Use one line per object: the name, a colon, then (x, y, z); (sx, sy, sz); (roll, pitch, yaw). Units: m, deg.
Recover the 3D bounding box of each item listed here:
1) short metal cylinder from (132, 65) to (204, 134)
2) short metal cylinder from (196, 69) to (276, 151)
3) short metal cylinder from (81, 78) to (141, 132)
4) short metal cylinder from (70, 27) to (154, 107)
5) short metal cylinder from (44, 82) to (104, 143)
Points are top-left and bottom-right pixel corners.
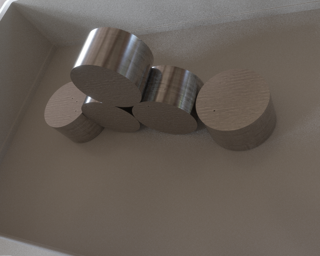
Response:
short metal cylinder: (0.012, -0.032, 0.382); (0.080, 0.080, 0.050); (2, 63, 29)
short metal cylinder: (0.087, -0.021, 0.354); (0.080, 0.050, 0.080); (-13, 56, 21)
short metal cylinder: (-0.059, -0.035, 0.420); (0.080, 0.080, 0.050); (2, 63, 29)
short metal cylinder: (-0.052, -0.066, 0.348); (0.080, 0.080, 0.050); (2, 63, 29)
short metal cylinder: (-0.125, -0.024, 0.468); (0.080, 0.050, 0.080); (-13, 56, 21)
